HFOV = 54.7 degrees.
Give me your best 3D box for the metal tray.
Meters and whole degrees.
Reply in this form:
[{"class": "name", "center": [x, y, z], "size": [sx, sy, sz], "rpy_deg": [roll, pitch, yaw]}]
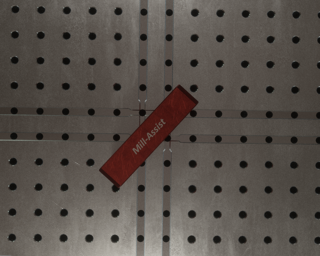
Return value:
[{"class": "metal tray", "center": [-0.012, 0.009, 0.380], "size": [0.030, 0.090, 0.130], "rpy_deg": [43, 90, -1]}]
